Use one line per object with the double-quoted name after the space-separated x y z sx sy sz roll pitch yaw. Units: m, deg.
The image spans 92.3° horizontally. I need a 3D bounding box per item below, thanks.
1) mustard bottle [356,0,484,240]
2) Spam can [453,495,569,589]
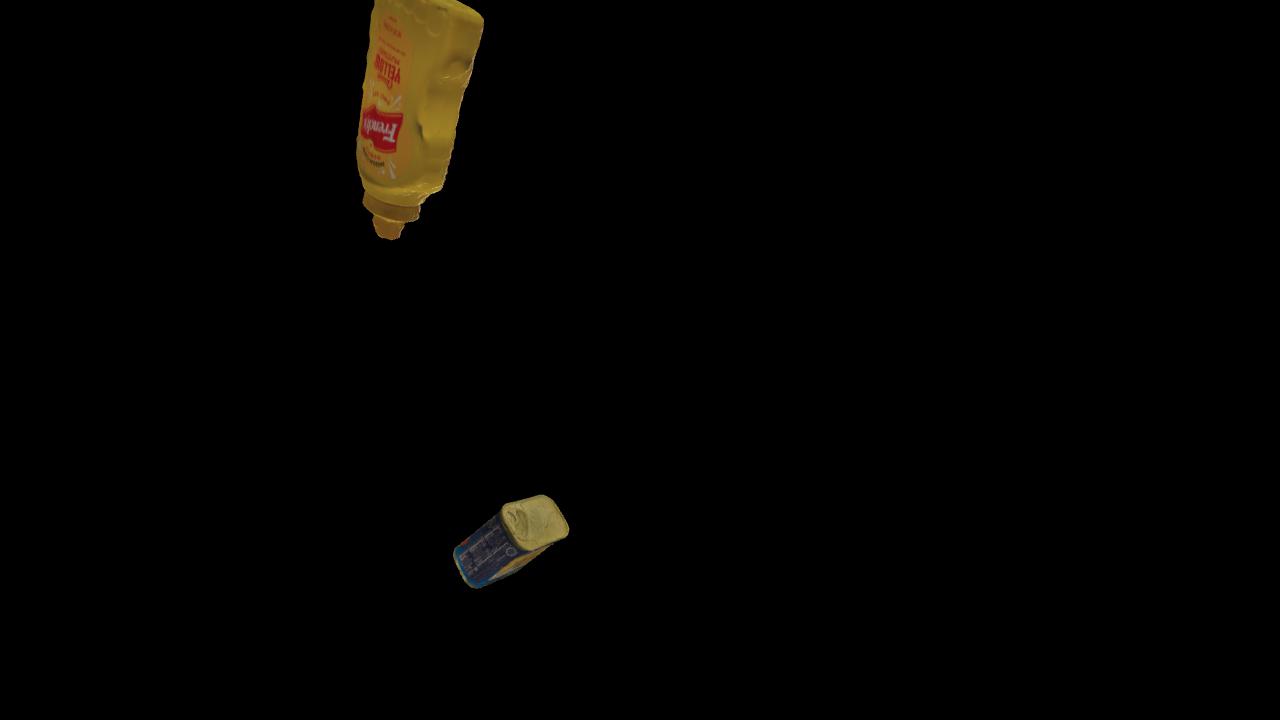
-0.173 -0.174 0.458 0.092 0.184 0.054 35 29 20 "mustard bottle"
-0.142 0.201 0.684 0.085 0.058 0.101 -41 -18 17 "Spam can"
